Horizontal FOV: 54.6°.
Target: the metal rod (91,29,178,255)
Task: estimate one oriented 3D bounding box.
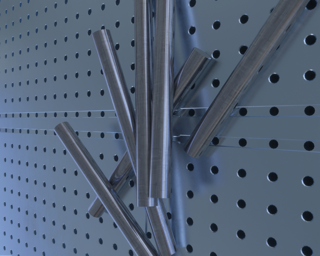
[{"bbox_3d":[-0.033,0.018,0.405,0.025,0.025,0.299,-18,89,39],"label":"metal rod"}]

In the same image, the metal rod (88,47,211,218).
[{"bbox_3d":[-0.026,0.022,0.432,0.025,0.025,0.298,50,119,28],"label":"metal rod"}]

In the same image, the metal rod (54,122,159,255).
[{"bbox_3d":[-0.063,0.110,0.435,0.300,0.025,0.025,51,120,18],"label":"metal rod"}]

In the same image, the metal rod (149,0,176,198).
[{"bbox_3d":[0.005,-0.068,0.376,0.025,0.025,0.299,-7,76,40],"label":"metal rod"}]

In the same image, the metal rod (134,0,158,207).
[{"bbox_3d":[-0.020,-0.053,0.399,0.025,0.025,0.299,-12,74,39],"label":"metal rod"}]

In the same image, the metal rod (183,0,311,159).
[{"bbox_3d":[0.110,-0.088,0.319,0.025,0.025,0.298,46,117,30],"label":"metal rod"}]
